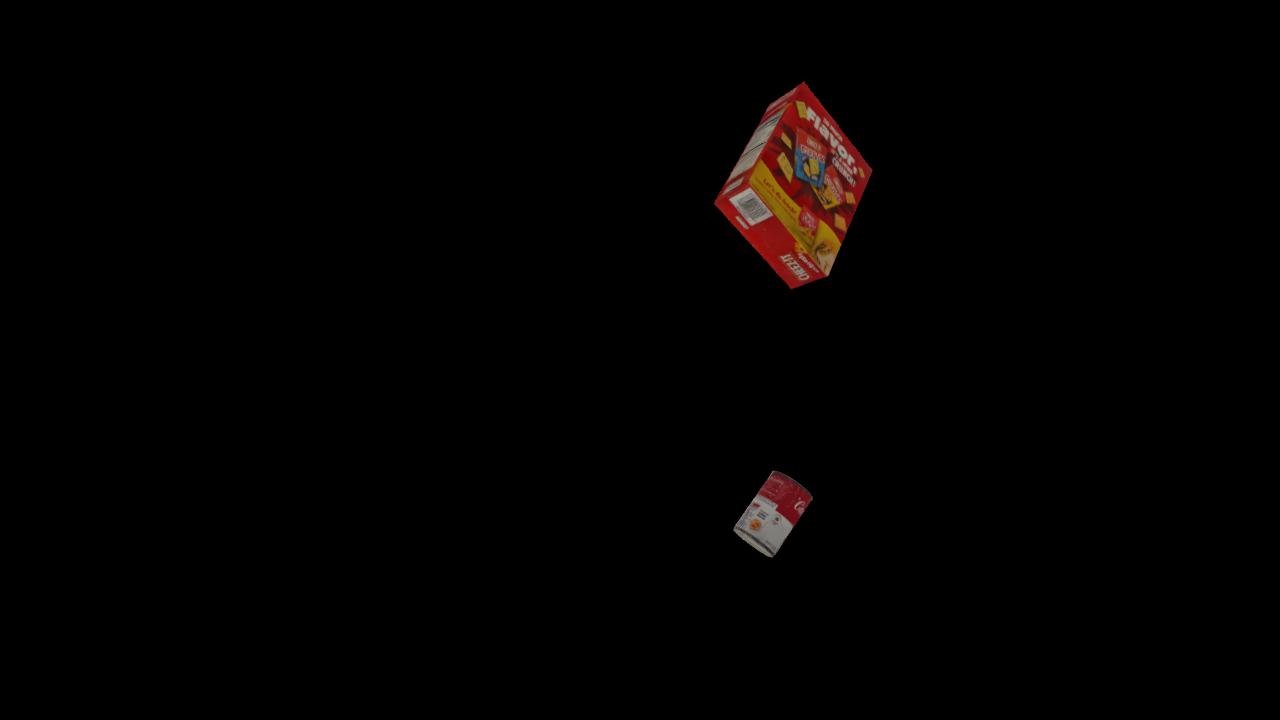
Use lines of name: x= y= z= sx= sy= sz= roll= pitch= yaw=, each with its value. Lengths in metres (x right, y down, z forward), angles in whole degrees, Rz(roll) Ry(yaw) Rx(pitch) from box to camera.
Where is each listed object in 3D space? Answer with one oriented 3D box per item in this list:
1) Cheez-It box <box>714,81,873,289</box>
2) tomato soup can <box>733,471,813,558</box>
Cheez-It box: x=0.208 y=-0.231 z=0.809 sx=0.166 sy=0.223 sz=0.071 roll=42 pitch=-31 yaw=-22
tomato soup can: x=0.185 y=0.215 z=0.859 sx=0.068 sy=0.101 sz=0.068 roll=37 pitch=-14 yaw=11
